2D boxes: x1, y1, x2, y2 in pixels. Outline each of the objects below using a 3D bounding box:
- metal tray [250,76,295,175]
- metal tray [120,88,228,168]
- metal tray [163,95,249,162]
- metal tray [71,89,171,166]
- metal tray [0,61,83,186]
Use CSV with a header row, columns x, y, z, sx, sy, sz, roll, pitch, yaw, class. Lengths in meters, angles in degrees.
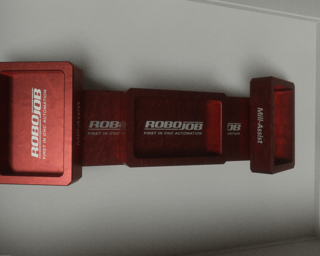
x,y,z,sx,sy,sz,roll,pitch,yaw,class
0.164,-0.004,0.446,0.091,0.030,0.129,0,90,-48,metal tray
0.019,0.000,0.381,0.131,0.030,0.089,1,89,-20,metal tray
0.071,0.001,0.433,0.131,0.030,0.089,0,90,-20,metal tray
-0.052,0.000,0.388,0.131,0.030,0.089,0,90,-20,metal tray
-0.133,-0.005,0.338,0.090,0.030,0.129,1,90,5,metal tray
